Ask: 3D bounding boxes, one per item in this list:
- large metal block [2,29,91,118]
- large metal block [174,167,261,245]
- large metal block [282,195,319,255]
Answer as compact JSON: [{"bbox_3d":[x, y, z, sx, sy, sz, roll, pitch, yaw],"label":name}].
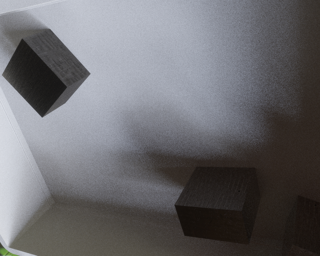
[{"bbox_3d":[-0.158,-0.074,0.430,0.080,0.050,0.080,48,129,-6],"label":"large metal block"},{"bbox_3d":[0.076,0.093,0.391,0.080,0.080,0.050,-3,117,29],"label":"large metal block"},{"bbox_3d":[0.190,0.135,0.356,0.080,0.080,0.050,18,125,18],"label":"large metal block"}]
